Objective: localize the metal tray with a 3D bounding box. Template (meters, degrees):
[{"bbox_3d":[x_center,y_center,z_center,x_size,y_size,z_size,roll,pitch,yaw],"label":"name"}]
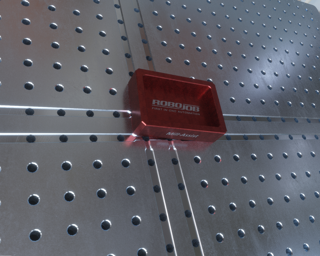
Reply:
[{"bbox_3d":[0.025,-0.030,0.438,0.131,0.030,0.090,6,59,-26],"label":"metal tray"}]
